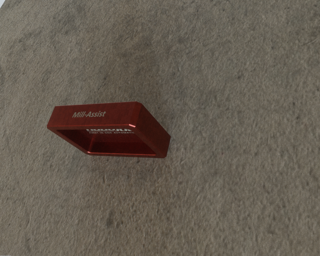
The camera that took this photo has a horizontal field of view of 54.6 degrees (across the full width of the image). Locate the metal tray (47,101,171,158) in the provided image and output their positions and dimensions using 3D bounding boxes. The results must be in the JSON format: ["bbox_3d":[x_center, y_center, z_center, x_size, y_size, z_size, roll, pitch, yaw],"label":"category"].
[{"bbox_3d":[-0.063,0.005,0.393,0.130,0.090,0.030,-1,62,28],"label":"metal tray"}]
